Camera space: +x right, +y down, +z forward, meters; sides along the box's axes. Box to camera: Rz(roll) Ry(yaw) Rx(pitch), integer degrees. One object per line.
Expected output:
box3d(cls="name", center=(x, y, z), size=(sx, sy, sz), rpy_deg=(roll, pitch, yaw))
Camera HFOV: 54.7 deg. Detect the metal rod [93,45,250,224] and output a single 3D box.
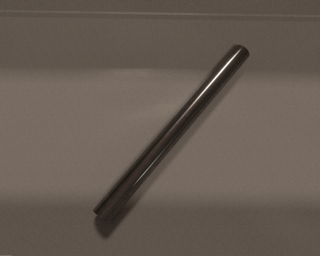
box3d(cls="metal rod", center=(0.024, -0.002, 0.410), size=(0.025, 0.025, 0.301), rpy_deg=(38, 74, 12))
